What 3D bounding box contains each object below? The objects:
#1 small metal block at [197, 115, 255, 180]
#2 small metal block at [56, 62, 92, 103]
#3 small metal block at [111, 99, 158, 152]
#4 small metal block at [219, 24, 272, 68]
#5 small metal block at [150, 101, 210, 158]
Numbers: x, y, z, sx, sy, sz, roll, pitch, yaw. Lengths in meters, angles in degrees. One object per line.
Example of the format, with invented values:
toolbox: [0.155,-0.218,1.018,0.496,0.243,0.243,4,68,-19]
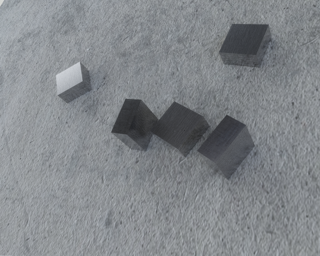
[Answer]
small metal block: [0.073,0.022,0.336,0.025,0.050,0.050,35,81,38]
small metal block: [-0.148,-0.078,0.529,0.050,0.025,0.050,-27,52,11]
small metal block: [-0.032,-0.003,0.407,0.025,0.050,0.050,6,65,31]
small metal block: [0.114,-0.110,0.412,0.050,0.025,0.050,14,69,33]
small metal block: [0.025,0.001,0.390,0.050,0.025,0.050,32,79,38]
